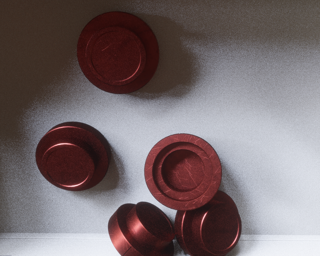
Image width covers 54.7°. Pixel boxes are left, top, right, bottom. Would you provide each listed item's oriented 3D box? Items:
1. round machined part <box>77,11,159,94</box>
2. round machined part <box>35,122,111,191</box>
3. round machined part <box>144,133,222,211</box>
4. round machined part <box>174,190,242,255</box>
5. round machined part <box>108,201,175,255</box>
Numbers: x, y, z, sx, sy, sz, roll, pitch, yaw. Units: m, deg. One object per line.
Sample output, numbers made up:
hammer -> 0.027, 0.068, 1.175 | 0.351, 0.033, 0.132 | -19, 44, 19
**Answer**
round machined part -> -0.050, -0.088, 0.369 | 0.099, 0.042, 0.097 | 0, 110, 0
round machined part -> -0.118, 0.044, 0.417 | 0.099, 0.042, 0.097 | 0, 110, 0
round machined part -> 0.032, 0.056, 0.411 | 0.098, 0.042, 0.097 | 0, 87, 9
round machined part -> 0.073, 0.135, 0.427 | 0.099, 0.042, 0.097 | 2, 85, -27
round machined part -> -0.018, 0.140, 0.424 | 0.098, 0.098, 0.042 | 36, 106, -12
